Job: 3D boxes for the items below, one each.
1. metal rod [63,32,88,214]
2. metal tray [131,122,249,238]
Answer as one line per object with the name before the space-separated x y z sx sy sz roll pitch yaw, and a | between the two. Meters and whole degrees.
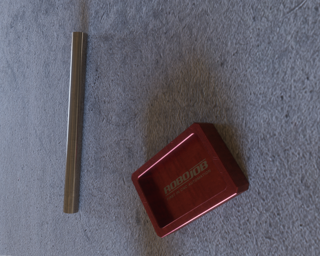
metal rod | -0.142 -0.007 0.518 0.025 0.025 0.298 6 94 39
metal tray | 0.030 0.064 0.375 0.129 0.030 0.090 -42 65 31
